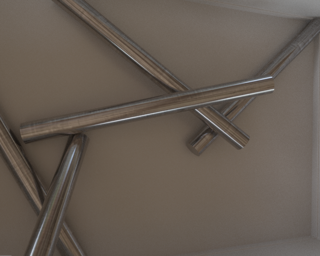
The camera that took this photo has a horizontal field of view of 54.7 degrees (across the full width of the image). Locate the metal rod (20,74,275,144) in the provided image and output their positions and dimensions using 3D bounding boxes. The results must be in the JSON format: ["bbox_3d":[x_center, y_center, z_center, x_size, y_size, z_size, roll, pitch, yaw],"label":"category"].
[{"bbox_3d":[-0.009,-0.025,0.372,0.302,0.025,0.025,-12,95,-7],"label":"metal rod"}]

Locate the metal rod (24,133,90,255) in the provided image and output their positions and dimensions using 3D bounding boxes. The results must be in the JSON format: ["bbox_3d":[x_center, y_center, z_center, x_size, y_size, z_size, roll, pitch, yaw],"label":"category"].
[{"bbox_3d":[-0.114,0.126,0.281,0.025,0.025,0.300,24,47,-19],"label":"metal rod"}]

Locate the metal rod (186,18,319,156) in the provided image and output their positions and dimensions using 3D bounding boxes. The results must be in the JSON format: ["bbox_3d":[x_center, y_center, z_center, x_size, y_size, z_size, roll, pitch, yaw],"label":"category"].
[{"bbox_3d":[0.151,-0.069,0.468,0.301,0.025,0.025,-43,104,-15],"label":"metal rod"}]

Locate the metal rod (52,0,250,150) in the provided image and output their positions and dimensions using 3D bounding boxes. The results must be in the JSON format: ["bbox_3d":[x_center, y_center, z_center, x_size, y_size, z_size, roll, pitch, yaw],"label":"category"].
[{"bbox_3d":[-0.004,-0.070,0.394,0.301,0.025,0.025,38,78,-11],"label":"metal rod"}]

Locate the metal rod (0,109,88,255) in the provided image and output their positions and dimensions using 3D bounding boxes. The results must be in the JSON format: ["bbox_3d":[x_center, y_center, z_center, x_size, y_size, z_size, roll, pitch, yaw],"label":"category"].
[{"bbox_3d":[-0.162,0.037,0.351,0.025,0.025,0.299,-30,100,-18],"label":"metal rod"}]
